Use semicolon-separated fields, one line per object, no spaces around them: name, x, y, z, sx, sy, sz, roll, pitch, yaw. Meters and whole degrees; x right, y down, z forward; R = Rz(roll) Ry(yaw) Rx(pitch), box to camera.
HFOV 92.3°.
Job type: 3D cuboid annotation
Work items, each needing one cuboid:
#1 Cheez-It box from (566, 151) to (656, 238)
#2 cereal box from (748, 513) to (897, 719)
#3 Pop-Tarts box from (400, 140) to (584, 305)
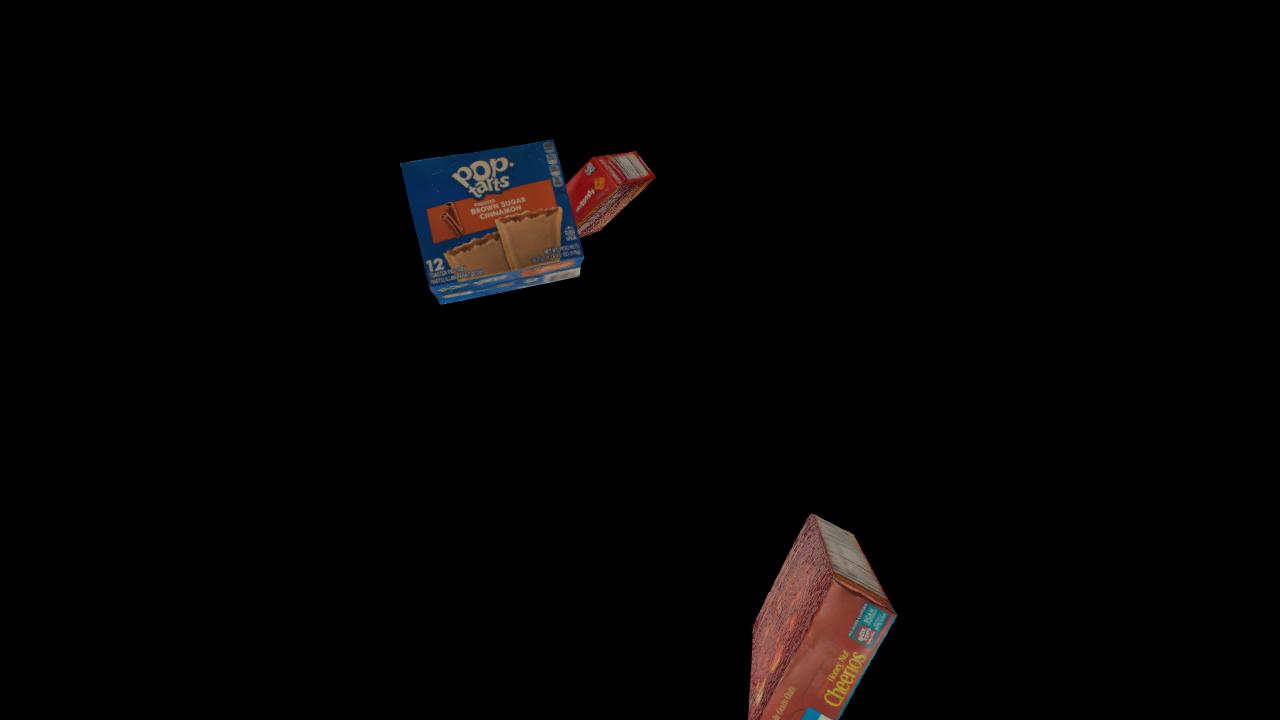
Cheez-It box;-0.078;-0.292;1.106;0.166;0.071;0.223;-38;4;27
cereal box;0.212;0.328;0.768;0.081;0.203;0.306;26;4;10
Pop-Tarts box;-0.161;-0.153;0.688;0.167;0.141;0.083;-13;-6;-13
